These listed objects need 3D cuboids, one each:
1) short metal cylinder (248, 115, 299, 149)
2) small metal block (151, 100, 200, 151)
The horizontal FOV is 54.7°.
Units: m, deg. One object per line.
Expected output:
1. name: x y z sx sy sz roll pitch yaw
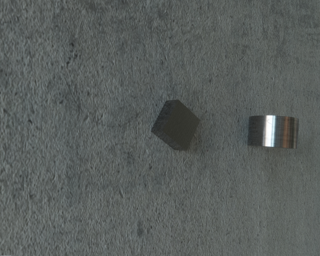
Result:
1. short metal cylinder: 0.193 0.008 0.530 0.081 0.080 0.050 7 86 -40
2. small metal block: 0.022 -0.003 0.423 0.050 0.025 0.050 40 66 -33
